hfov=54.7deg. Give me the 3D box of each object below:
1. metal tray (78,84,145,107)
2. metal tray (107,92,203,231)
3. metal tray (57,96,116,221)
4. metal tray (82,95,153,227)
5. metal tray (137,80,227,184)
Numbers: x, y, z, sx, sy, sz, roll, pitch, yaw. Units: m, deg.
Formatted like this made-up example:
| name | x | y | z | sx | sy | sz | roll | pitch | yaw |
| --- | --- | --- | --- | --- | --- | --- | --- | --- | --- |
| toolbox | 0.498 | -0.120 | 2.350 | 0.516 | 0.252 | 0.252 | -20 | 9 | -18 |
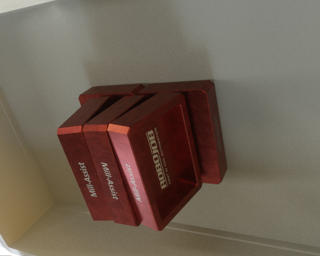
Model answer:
| name | x | y | z | sx | sy | sz | roll | pitch | yaw |
| --- | --- | --- | --- | --- | --- | --- | --- | --- | --- |
| metal tray | -0.051 | 0.006 | 0.433 | 0.090 | 0.030 | 0.129 | 0 | 119 | 28 |
| metal tray | 0.001 | 0.036 | 0.344 | 0.030 | 0.091 | 0.129 | 9 | 124 | 40 |
| metal tray | -0.070 | 0.037 | 0.382 | 0.030 | 0.090 | 0.129 | -6 | 116 | 17 |
| metal tray | -0.034 | 0.037 | 0.364 | 0.030 | 0.090 | 0.129 | 0 | 116 | 28 |
| metal tray | 0.030 | 0.008 | 0.392 | 0.090 | 0.030 | 0.129 | 0 | 119 | 28 |
